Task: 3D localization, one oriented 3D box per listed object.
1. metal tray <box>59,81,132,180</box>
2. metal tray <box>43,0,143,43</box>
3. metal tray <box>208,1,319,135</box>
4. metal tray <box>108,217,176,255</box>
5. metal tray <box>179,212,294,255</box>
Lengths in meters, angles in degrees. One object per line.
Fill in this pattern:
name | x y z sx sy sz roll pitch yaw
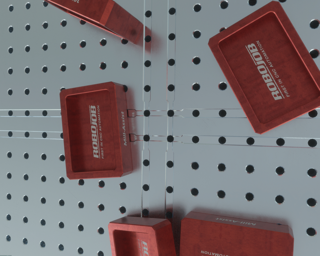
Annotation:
metal tray | -0.092 0.005 0.442 0.090 0.030 0.129 -6 88 20
metal tray | -0.098 -0.161 0.413 0.130 0.090 0.030 28 100 18
metal tray | 0.126 -0.068 0.365 0.090 0.030 0.130 -28 81 17
metal tray | -0.019 0.184 0.400 0.090 0.030 0.129 -11 86 41
metal tray | 0.090 0.159 0.378 0.130 0.030 0.090 3 91 20
